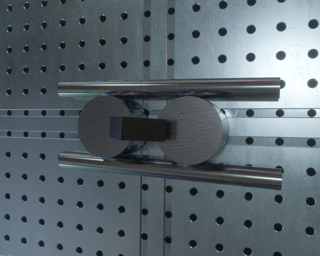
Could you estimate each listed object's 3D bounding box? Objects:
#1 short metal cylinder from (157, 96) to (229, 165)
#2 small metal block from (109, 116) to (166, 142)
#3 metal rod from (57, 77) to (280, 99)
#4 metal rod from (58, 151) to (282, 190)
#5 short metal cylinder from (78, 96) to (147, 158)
[{"bbox_3d":[0.041,0.003,0.381,0.080,0.050,0.079,0,90,20],"label":"short metal cylinder"},{"bbox_3d":[-0.027,0.001,0.356,0.050,0.050,0.025,3,91,-23],"label":"small metal block"},{"bbox_3d":[-0.002,-0.052,0.410,0.301,0.025,0.025,2,91,19],"label":"metal rod"},{"bbox_3d":[-0.001,0.053,0.409,0.301,0.025,0.025,3,91,19],"label":"metal rod"},{"bbox_3d":[-0.062,-0.002,0.418,0.080,0.050,0.079,0,90,20],"label":"short metal cylinder"}]
